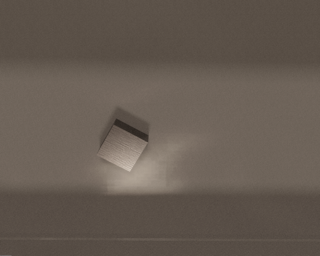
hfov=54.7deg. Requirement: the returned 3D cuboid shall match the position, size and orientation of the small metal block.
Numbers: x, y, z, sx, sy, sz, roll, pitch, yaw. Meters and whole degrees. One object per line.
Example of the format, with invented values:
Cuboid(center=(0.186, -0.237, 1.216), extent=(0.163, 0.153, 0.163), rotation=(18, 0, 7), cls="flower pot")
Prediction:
Cuboid(center=(-0.050, 0.023, 0.419), extent=(0.050, 0.025, 0.050), rotation=(28, 107, -11), cls="small metal block")
